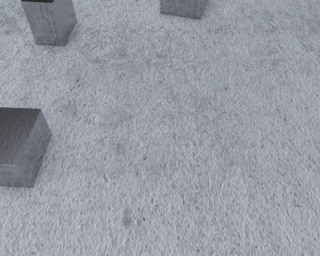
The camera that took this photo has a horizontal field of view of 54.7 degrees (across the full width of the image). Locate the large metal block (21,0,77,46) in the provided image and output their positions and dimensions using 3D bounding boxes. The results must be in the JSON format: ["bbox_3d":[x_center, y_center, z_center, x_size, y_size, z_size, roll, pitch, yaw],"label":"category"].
[{"bbox_3d":[-0.187,-0.199,0.533,0.050,0.080,0.080,4,50,3],"label":"large metal block"}]

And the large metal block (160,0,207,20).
[{"bbox_3d":[0.050,-0.262,0.607,0.080,0.050,0.080,12,51,10],"label":"large metal block"}]

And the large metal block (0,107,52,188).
[{"bbox_3d":[-0.186,0.022,0.367,0.080,0.050,0.080,2,50,2],"label":"large metal block"}]
